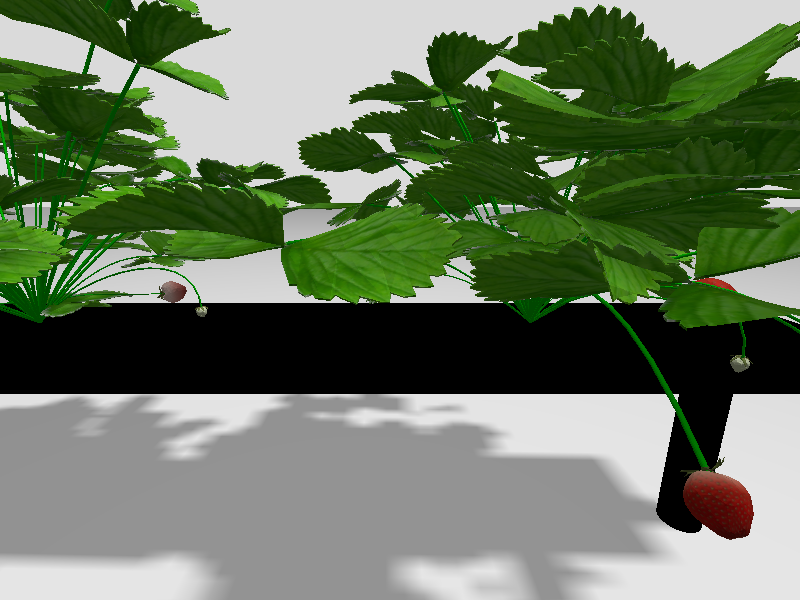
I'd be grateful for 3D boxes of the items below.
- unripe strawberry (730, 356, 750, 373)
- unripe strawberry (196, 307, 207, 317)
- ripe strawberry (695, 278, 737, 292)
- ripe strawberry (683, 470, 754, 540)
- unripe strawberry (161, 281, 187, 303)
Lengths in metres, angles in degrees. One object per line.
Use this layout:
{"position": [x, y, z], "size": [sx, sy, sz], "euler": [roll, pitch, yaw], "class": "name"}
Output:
{"position": [0.219, 0.042, 0.258], "size": [0.011, 0.010, 0.010], "euler": [-13, 20, -40], "class": "unripe strawberry"}
{"position": [-0.184, 0.011, 0.372], "size": [0.010, 0.010, 0.009], "euler": [-1, 15, -2], "class": "unripe strawberry"}
{"position": [0.291, 0.001, 0.370], "size": [0.043, 0.042, 0.040], "euler": [0, 15, -2], "class": "ripe strawberry"}
{"position": [0.112, 0.072, 0.140], "size": [0.021, 0.021, 0.018], "euler": [0, -40, 2], "class": "ripe strawberry"}
{"position": [-0.247, -0.009, 0.439], "size": [0.024, 0.023, 0.022], "euler": [-13, 19, -41], "class": "unripe strawberry"}
